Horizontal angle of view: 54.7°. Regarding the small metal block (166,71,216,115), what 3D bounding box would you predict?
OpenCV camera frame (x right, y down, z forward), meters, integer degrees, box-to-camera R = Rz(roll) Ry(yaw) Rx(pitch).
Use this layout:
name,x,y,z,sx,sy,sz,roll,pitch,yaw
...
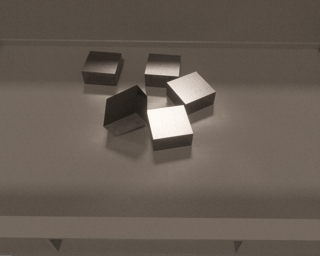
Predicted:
name,x,y,z,sx,sy,sz,roll,pitch,yaw
small metal block,0.044,-0.050,0.448,0.050,0.025,0.050,-23,54,-19

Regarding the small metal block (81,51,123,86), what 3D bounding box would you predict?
name,x,y,z,sx,sy,sz,roll,pitch,yaw
small metal block,-0.089,-0.093,0.482,0.050,0.025,0.050,5,50,4

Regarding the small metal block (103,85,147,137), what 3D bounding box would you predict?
name,x,y,z,sx,sy,sz,roll,pitch,yaw
small metal block,-0.045,-0.023,0.409,0.050,0.025,0.050,-21,46,22

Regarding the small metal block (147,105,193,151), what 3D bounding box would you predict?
name,x,y,z,sx,sy,sz,roll,pitch,yaw
small metal block,0.012,0.000,0.406,0.050,0.025,0.050,-8,51,-8

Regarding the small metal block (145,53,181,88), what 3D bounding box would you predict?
name,x,y,z,sx,sy,sz,roll,pitch,yaw
small metal block,0.005,-0.089,0.480,0.050,0.025,0.050,5,50,3
